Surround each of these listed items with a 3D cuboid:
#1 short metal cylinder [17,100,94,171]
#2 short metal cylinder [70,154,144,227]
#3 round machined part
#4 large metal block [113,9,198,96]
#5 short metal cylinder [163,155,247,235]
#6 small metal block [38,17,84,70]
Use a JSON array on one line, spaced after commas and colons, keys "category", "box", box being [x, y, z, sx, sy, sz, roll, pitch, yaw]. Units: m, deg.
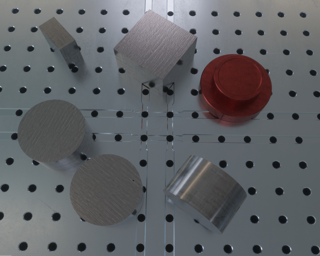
[{"category": "short metal cylinder", "box": [-0.129, 0.010, 0.394, 0.081, 0.050, 0.080, 0, 70, 0]}, {"category": "short metal cylinder", "box": [-0.060, 0.076, 0.370, 0.081, 0.050, 0.080, 0, 70, 0]}, {"category": "round machined part", "box": [0.105, -0.060, 0.425, 0.099, 0.042, 0.098, 0, 70, 0]}, {"category": "large metal block", "box": [-0.006, -0.106, 0.437, 0.080, 0.050, 0.080, 34, 73, 11]}, {"category": "short metal cylinder", "box": [0.051, 0.076, 0.355, 0.080, 0.080, 0.050, 36, 74, 12]}, {"category": "small metal block", "box": [-0.139, -0.120, 0.441, 0.025, 0.050, 0.050, -39, 75, -13]}]
